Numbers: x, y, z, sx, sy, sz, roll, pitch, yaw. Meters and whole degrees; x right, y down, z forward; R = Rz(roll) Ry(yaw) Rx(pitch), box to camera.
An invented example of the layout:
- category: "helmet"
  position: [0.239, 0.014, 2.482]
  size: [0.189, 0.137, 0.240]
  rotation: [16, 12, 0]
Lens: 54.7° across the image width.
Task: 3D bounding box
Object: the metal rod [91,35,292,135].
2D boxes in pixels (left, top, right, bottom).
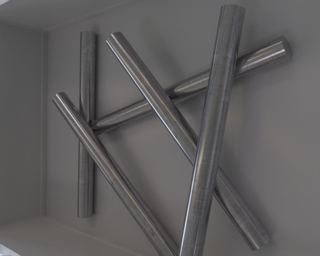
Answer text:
- category: "metal rod"
  position: [0.013, -0.040, 0.395]
  size: [0.299, 0.025, 0.025]
  rotation: [-19, 78, 38]

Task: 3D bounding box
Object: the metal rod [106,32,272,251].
- category: "metal rod"
  position: [0.023, 0.002, 0.362]
  size: [0.025, 0.025, 0.299]
  rotation: [-45, 71, 31]

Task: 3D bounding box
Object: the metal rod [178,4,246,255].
- category: "metal rod"
  position: [0.050, 0.025, 0.321]
  size: [0.025, 0.025, 0.298]
  rotation: [11, 92, 39]

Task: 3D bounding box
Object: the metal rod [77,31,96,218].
- category: "metal rod"
  position: [-0.119, -0.005, 0.505]
  size: [0.025, 0.025, 0.298]
  rotation: [2, 91, 40]

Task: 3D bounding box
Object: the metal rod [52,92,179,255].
- category: "metal rod"
  position: [-0.072, 0.058, 0.446]
  size: [0.300, 0.025, 0.025]
  rotation: [50, 120, 21]
